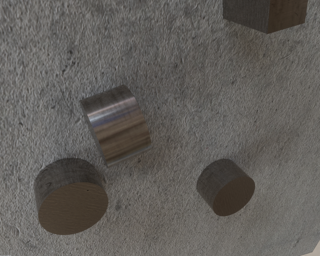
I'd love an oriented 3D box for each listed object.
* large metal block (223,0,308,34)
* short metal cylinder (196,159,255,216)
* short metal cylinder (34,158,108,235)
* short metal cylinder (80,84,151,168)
[{"bbox_3d":[0.112,-0.157,0.336,0.050,0.080,0.079,-20,126,-17],"label":"large metal block"},{"bbox_3d":[0.108,0.097,0.510,0.081,0.050,0.079,-14,124,-21],"label":"short metal cylinder"},{"bbox_3d":[-0.110,0.084,0.382,0.081,0.050,0.079,-14,124,-21],"label":"short metal cylinder"},{"bbox_3d":[-0.050,-0.002,0.343,0.050,0.080,0.080,-23,127,-15],"label":"short metal cylinder"}]
